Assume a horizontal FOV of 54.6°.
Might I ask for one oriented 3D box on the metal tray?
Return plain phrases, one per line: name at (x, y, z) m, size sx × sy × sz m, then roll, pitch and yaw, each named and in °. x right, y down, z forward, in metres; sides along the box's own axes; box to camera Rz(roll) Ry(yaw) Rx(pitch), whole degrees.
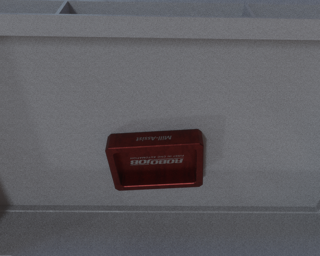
metal tray at (-0.005, 0.048, 0.446) m, size 0.131 × 0.030 × 0.090 m, roll -3°, pitch 130°, yaw 2°
